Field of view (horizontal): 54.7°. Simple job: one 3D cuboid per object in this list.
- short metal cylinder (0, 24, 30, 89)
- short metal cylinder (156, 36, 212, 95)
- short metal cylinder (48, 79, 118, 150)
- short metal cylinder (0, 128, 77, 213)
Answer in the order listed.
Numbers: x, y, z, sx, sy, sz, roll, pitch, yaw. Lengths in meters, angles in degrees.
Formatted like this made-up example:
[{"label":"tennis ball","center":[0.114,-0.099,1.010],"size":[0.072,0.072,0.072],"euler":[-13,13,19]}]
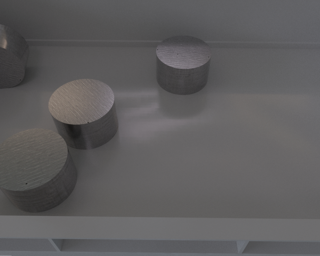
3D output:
[{"label":"short metal cylinder","center":[-0.239,-0.104,0.455],"size":[0.081,0.080,0.050],"euler":[-6,50,-5]},{"label":"short metal cylinder","center":[0.035,-0.096,0.469],"size":[0.080,0.050,0.080],"euler":[0,50,0]},{"label":"short metal cylinder","center":[-0.097,-0.019,0.404],"size":[0.080,0.050,0.080],"euler":[0,50,0]},{"label":"short metal cylinder","center":[-0.139,0.047,0.348],"size":[0.080,0.050,0.080],"euler":[0,50,0]}]
